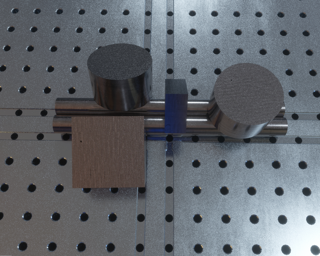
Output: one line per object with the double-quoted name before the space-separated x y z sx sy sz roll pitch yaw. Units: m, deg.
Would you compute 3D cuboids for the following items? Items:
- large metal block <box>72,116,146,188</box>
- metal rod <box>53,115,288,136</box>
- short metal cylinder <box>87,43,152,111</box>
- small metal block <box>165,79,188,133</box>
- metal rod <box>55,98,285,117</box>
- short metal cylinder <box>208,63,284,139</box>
"large metal block" -0.058 0.027 0.370 0.081 0.050 0.079 -1 90 -1
"metal rod" 0.013 -0.004 0.410 0.302 0.025 0.025 1 70 0
"short metal cylinder" -0.050 -0.067 0.404 0.081 0.050 0.080 1 46 0
"small metal block" 0.018 -0.027 0.375 0.025 0.050 0.050 1 28 0
"metal rod" 0.013 -0.027 0.418 0.302 0.025 0.025 1 70 0
"short metal cylinder" 0.103 -0.032 0.381 0.081 0.050 0.080 0 70 0
